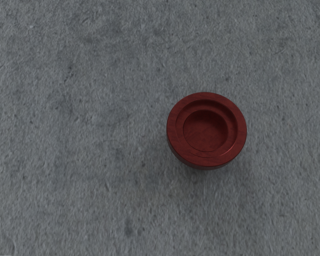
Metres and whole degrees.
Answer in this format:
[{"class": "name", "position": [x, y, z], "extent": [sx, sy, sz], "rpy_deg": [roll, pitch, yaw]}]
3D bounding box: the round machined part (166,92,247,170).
[{"class": "round machined part", "position": [0.057, 0.007, 0.397], "extent": [0.099, 0.042, 0.098], "rpy_deg": [0, 70, -1]}]
